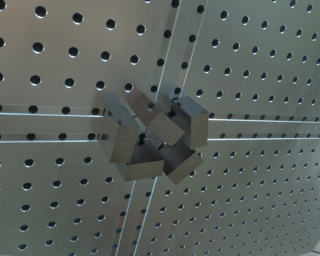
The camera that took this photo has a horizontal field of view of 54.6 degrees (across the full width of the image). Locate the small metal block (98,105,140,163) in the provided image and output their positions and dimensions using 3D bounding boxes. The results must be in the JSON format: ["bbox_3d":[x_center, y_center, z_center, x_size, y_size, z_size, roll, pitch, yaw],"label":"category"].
[{"bbox_3d":[-0.051,0.007,0.371,0.025,0.050,0.050,4,117,-30],"label":"small metal block"}]

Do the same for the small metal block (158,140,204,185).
[{"bbox_3d":[0.024,0.043,0.433,0.050,0.050,0.025,-41,128,-1],"label":"small metal block"}]

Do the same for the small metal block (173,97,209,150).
[{"bbox_3d":[0.040,-0.007,0.411,0.025,0.050,0.050,-15,124,-20],"label":"small metal block"}]

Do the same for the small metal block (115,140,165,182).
[{"bbox_3d":[-0.029,0.041,0.404,0.050,0.050,0.025,-5,121,-26],"label":"small metal block"}]

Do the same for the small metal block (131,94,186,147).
[{"bbox_3d":[-0.002,-0.010,0.387,0.025,0.050,0.050,-47,130,6],"label":"small metal block"}]
